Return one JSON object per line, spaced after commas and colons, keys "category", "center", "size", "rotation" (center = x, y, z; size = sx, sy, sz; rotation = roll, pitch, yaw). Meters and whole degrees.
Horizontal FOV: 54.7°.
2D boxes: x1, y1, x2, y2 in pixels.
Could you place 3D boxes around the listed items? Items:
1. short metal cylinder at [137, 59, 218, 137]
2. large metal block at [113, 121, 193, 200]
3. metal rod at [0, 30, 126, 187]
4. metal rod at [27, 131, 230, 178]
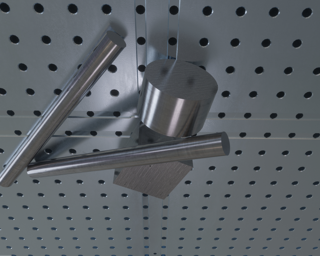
{"category": "short metal cylinder", "center": [0.018, -0.035, 0.346], "size": [0.081, 0.080, 0.050], "rotation": [9, 129, -8]}
{"category": "large metal block", "center": [-0.011, 0.048, 0.436], "size": [0.080, 0.050, 0.080], "rotation": [22, 127, -18]}
{"category": "metal rod", "center": [-0.142, -0.007, 0.403], "size": [0.025, 0.025, 0.299], "rotation": [33, 123, -25]}
{"category": "metal rod", "center": [-0.061, 0.039, 0.391], "size": [0.300, 0.025, 0.025], "rotation": [-10, 132, 30]}
